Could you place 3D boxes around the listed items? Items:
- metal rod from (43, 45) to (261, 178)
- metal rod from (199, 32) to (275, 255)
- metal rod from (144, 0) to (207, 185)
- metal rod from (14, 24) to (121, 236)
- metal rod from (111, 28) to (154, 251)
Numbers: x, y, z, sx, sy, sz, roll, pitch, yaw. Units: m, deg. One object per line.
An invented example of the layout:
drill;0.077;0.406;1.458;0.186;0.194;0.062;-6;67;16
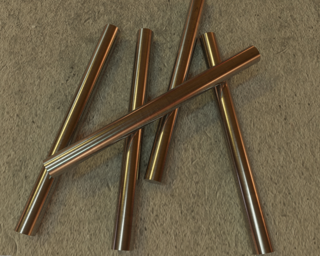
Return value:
metal rod;-0.002;-0.026;0.389;0.301;0.025;0.025;-30;73;-11
metal rod;0.095;0.005;0.406;0.025;0.025;0.299;-9;70;-3
metal rod;0.027;-0.070;0.433;0.025;0.025;0.299;13;70;4
metal rod;-0.114;-0.012;0.411;0.025;0.025;0.299;16;71;6
metal rod;-0.033;0.000;0.407;0.025;0.025;0.299;4;70;1
